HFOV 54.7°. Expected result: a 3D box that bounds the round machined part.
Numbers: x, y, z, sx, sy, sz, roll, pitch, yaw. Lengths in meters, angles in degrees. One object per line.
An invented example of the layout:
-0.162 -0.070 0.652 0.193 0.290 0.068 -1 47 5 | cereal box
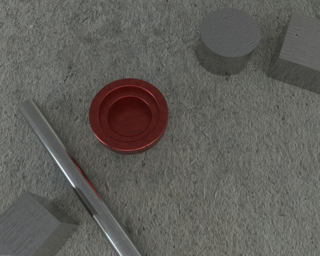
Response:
-0.039 -0.012 0.403 0.099 0.042 0.098 0 70 -1 | round machined part

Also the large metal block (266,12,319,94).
0.207 -0.104 0.436 0.080 0.050 0.080 21 71 7 | large metal block

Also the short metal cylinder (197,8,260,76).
0.095 -0.121 0.440 0.081 0.050 0.080 0 70 0 | short metal cylinder

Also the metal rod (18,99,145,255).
-0.086 0.081 0.377 0.025 0.025 0.300 -36 74 -12 | metal rod

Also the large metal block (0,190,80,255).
-0.141 0.120 0.333 0.050 0.080 0.080 37 74 12 | large metal block
